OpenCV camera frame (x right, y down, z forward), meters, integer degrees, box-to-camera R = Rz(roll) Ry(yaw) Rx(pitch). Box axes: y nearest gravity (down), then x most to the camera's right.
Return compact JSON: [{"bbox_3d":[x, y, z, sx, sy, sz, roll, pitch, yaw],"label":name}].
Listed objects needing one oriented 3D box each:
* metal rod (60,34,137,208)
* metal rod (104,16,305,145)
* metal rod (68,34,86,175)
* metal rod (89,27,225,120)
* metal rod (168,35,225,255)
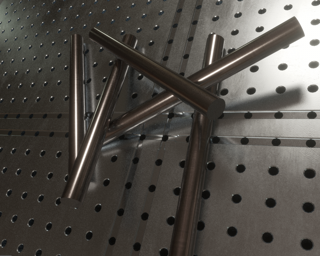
[{"bbox_3d":[-0.074,-0.033,0.432,0.025,0.025,0.300,-8,48,23],"label":"metal rod"},{"bbox_3d":[0.028,-0.046,0.392,0.300,0.025,0.025,-28,52,21],"label":"metal rod"},{"bbox_3d":[-0.136,-0.050,0.507,0.025,0.025,0.299,-22,54,15],"label":"metal rod"},{"bbox_3d":[-0.025,-0.088,0.421,0.025,0.025,0.300,-46,46,-4],"label":"metal rod"},{"bbox_3d":[0.049,0.007,0.376,0.025,0.025,0.300,-1,61,27],"label":"metal rod"}]
